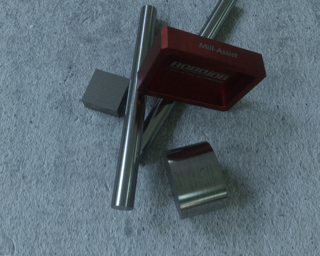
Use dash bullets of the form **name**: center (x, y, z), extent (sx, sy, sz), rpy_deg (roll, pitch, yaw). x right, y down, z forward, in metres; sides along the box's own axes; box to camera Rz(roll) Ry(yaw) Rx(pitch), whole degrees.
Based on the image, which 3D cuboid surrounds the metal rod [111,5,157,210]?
- **metal rod**: center (-0.029, -0.045, 0.406), extent (0.025, 0.025, 0.299), rpy_deg (5, 63, 1)

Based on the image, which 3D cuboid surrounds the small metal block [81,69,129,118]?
- **small metal block**: center (-0.072, -0.048, 0.425), extent (0.050, 0.025, 0.050), rpy_deg (18, 71, 6)

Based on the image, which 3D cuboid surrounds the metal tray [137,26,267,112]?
- **metal tray**: center (0.047, -0.065, 0.374), extent (0.131, 0.090, 0.030), rpy_deg (10, 60, -20)

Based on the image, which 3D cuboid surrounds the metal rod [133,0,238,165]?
- **metal rod**: center (0.037, -0.082, 0.438), extent (0.025, 0.025, 0.300), rpy_deg (28, 72, 9)

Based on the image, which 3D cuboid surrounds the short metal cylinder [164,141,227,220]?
- **short metal cylinder**: center (0.038, 0.059, 0.358), extent (0.050, 0.080, 0.080), rpy_deg (-14, 71, -5)
